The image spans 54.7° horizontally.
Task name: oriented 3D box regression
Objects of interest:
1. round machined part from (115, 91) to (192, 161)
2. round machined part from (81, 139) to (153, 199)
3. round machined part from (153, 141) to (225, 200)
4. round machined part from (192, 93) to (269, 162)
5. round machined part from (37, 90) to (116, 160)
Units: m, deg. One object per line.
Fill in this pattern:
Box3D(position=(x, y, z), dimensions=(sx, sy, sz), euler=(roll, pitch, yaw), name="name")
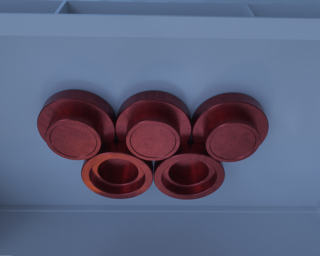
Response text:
Box3D(position=(-0.009, 0.004, 0.398), dimensions=(0.099, 0.042, 0.097), euler=(0, 129, 0), name="round machined part")
Box3D(position=(-0.058, 0.055, 0.441), dimensions=(0.099, 0.042, 0.097), euler=(0, 130, 0), name="round machined part")
Box3D(position=(0.040, 0.056, 0.444), dimensions=(0.099, 0.042, 0.097), euler=(0, 130, 0), name="round machined part")
Box3D(position=(0.091, 0.007, 0.401), dimensions=(0.099, 0.042, 0.097), euler=(0, 129, 0), name="round machined part")
Box3D(position=(-0.107, 0.003, 0.396), dimensions=(0.099, 0.042, 0.097), euler=(-1, 129, -1), name="round machined part")
